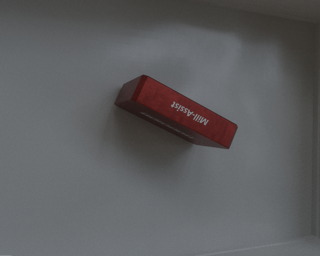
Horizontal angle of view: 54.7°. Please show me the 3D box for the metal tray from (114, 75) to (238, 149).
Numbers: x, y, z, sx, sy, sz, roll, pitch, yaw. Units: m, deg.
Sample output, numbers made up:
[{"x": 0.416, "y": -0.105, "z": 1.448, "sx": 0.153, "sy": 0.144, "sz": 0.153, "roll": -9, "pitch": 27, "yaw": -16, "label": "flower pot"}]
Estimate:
[{"x": 0.017, "y": -0.016, "z": 0.380, "sx": 0.131, "sy": 0.090, "sz": 0.030, "roll": 26, "pitch": 81, "yaw": -19, "label": "metal tray"}]
